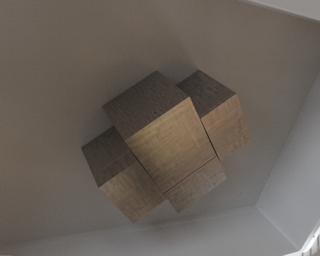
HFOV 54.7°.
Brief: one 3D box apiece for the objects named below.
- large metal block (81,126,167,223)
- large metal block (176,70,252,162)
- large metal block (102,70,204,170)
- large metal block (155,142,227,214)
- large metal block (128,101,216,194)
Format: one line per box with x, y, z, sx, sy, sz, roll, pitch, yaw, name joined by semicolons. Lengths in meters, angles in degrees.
-0.045;0.056;0.383;0.050;0.080;0.080;-35;129;-5;large metal block
0.064;-0.017;0.398;0.050;0.080;0.080;-35;129;-5;large metal block
-0.010;-0.012;0.360;0.080;0.080;0.050;-35;129;-6;large metal block
0.030;0.055;0.425;0.080;0.080;0.050;-35;129;-6;large metal block
0.010;0.021;0.392;0.080;0.080;0.050;-35;129;-6;large metal block
